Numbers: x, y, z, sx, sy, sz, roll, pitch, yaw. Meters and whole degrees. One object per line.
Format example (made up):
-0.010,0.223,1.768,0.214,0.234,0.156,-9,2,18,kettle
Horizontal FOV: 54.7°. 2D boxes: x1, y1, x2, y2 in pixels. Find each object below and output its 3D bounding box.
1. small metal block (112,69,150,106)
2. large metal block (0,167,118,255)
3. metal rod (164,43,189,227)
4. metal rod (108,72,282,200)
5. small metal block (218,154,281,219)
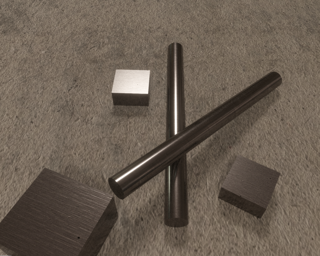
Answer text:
-0.041,-0.059,0.452,0.050,0.025,0.050,2,50,1,small metal block
-0.098,0.097,0.304,0.080,0.050,0.080,19,52,15,large metal block
0.021,-0.017,0.417,0.025,0.025,0.300,1,50,1,metal rod
0.065,-0.007,0.385,0.302,0.025,0.025,-32,57,-33,metal rod
0.101,0.065,0.350,0.050,0.025,0.050,24,54,19,small metal block
